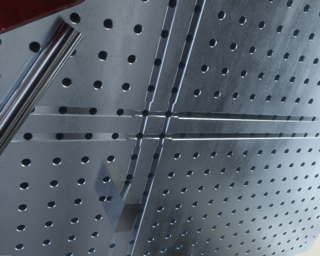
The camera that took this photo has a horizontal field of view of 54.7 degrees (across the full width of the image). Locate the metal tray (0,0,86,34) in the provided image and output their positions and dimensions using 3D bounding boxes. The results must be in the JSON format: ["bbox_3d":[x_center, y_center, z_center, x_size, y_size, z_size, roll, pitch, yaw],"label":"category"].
[{"bbox_3d":[-0.100,-0.111,0.221,0.091,0.130,0.030,-27,99,-12],"label":"metal tray"}]

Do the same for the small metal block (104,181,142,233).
[{"bbox_3d":[-0.054,0.109,0.435,0.025,0.050,0.050,7,115,-32],"label":"small metal block"}]

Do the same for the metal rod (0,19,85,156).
[{"bbox_3d":[-0.176,0.018,0.326,0.025,0.025,0.299,31,101,-39],"label":"metal rod"}]
